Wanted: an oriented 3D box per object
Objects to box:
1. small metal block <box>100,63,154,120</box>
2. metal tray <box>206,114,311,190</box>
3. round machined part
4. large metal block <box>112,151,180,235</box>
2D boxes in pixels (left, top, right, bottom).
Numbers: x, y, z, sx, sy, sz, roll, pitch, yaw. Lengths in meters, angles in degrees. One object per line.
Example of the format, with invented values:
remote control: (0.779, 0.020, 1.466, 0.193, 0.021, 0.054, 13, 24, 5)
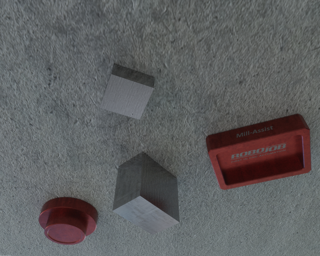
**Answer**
small metal block: (-0.039, -0.043, 0.370, 0.050, 0.025, 0.050, 17, 128, -14)
metal tray: (0.139, 0.037, 0.436, 0.130, 0.030, 0.090, -15, 129, 12)
round machined part: (-0.160, 0.166, 0.536, 0.099, 0.042, 0.097, 0, 130, 0)
large metal block: (-0.018, 0.095, 0.452, 0.050, 0.080, 0.080, -33, 123, 25)
